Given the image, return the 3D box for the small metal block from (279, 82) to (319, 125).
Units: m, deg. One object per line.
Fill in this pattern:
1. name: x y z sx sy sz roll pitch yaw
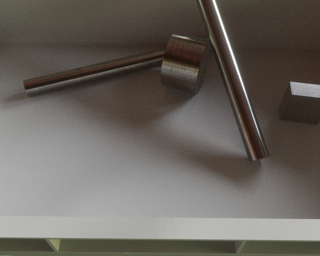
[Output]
1. small metal block: 0.195 -0.033 0.419 0.050 0.050 0.025 7 51 6

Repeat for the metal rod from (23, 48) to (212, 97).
1. metal rod: -0.054 -0.099 0.487 0.302 0.025 0.025 -17 52 -14

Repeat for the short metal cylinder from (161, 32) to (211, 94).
1. short metal cylinder: 0.039 -0.093 0.448 0.050 0.080 0.080 16 52 13

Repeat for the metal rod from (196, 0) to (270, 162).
1. metal rod: 0.083 -0.102 0.410 0.025 0.025 0.299 -13 77 -11
